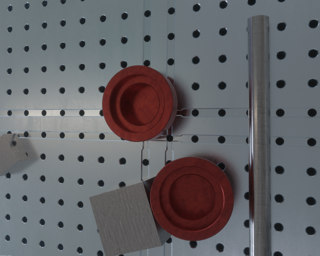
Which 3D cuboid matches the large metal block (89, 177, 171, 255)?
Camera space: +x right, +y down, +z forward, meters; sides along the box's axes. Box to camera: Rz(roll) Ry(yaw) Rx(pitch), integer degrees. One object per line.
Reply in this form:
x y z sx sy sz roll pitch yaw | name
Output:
-0.037 0.116 0.412 0.080 0.050 0.080 -19 84 19 | large metal block

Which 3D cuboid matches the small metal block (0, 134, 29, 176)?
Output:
-0.248 0.043 0.500 0.050 0.025 0.050 -34 79 17 | small metal block

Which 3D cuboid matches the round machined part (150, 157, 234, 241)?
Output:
0.040 0.084 0.384 0.098 0.042 0.097 -1 86 11 | round machined part

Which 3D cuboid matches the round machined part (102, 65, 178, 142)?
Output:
-0.023 -0.031 0.412 0.098 0.042 0.097 0 90 20 | round machined part

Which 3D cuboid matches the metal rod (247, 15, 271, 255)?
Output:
0.119 0.018 0.370 0.025 0.025 0.298 0 90 20 | metal rod
